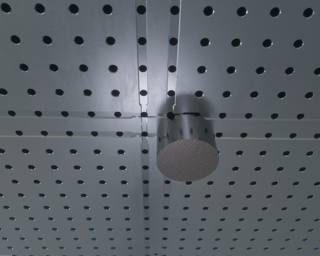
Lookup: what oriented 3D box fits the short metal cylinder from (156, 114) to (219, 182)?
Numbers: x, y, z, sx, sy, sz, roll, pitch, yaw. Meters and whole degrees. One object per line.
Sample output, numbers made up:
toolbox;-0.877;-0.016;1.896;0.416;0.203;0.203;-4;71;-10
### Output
short metal cylinder;0.036;0.027;0.419;0.080;0.050;0.080;0;130;0
